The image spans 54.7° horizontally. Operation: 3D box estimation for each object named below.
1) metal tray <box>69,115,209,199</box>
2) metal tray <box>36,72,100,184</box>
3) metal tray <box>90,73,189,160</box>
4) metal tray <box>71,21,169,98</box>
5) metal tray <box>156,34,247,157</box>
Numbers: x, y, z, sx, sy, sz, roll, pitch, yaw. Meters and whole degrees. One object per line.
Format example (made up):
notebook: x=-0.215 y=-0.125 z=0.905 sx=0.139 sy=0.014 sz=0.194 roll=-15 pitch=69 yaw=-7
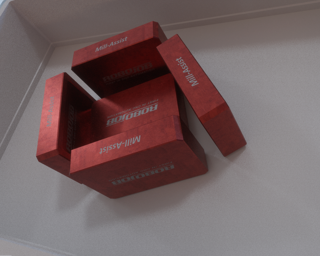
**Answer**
metal tray: x=-0.022 y=0.038 z=0.348 sx=0.130 sy=0.090 sz=0.030 roll=-19 pitch=55 yaw=17
metal tray: x=-0.118 y=0.000 z=0.421 sx=0.030 sy=0.090 sz=0.130 roll=-19 pitch=54 yaw=17
metal tray: x=-0.031 y=-0.013 z=0.422 sx=0.130 sy=0.030 sz=0.090 roll=-18 pitch=55 yaw=17
metal tray: x=-0.045 y=-0.088 z=0.437 sx=0.130 sy=0.090 sz=0.030 roll=-15 pitch=56 yaw=19
metal tray: x=0.047 y=-0.039 z=0.360 sx=0.030 sy=0.090 sz=0.130 roll=-32 pitch=52 yaw=8
